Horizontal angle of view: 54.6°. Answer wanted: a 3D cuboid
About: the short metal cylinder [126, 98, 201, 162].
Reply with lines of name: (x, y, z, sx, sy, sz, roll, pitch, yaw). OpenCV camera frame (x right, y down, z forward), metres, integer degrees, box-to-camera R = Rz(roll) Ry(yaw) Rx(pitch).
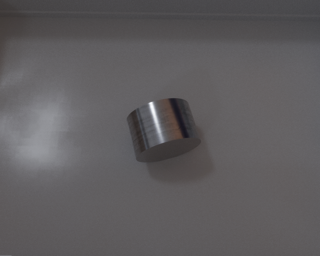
short metal cylinder: (0.004, 0.005, 0.379, 0.080, 0.080, 0.050, -14, 71, -5)
